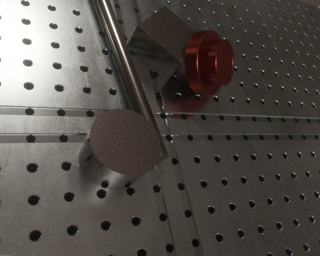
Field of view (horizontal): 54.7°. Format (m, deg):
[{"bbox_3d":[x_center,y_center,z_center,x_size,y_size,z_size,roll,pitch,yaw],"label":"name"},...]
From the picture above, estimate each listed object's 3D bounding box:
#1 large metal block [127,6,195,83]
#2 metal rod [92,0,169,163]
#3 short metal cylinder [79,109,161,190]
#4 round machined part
[{"bbox_3d":[0.008,-0.129,0.477,0.080,0.050,0.080,40,51,-1],"label":"large metal block"},{"bbox_3d":[-0.051,-0.092,0.437,0.025,0.025,0.299,-8,66,-32],"label":"metal rod"},{"bbox_3d":[-0.046,0.025,0.353,0.081,0.050,0.080,14,56,-21],"label":"short metal cylinder"},{"bbox_3d":[0.081,-0.098,0.469,0.099,0.042,0.097,-11,103,-54],"label":"round machined part"}]
